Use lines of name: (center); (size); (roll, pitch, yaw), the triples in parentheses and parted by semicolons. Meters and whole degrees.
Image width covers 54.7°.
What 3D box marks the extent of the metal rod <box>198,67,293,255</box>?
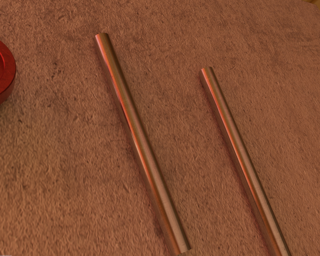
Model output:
metal rod: (0.115, 0.040, 0.443); (0.025, 0.025, 0.299); (-3, 63, -30)

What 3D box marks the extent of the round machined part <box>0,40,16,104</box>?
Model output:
round machined part: (-0.203, -0.054, 0.317); (0.099, 0.042, 0.098); (14, 56, -21)

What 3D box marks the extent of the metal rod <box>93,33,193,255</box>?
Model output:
metal rod: (-0.029, 0.005, 0.386); (0.025, 0.025, 0.299); (-9, 66, -32)
